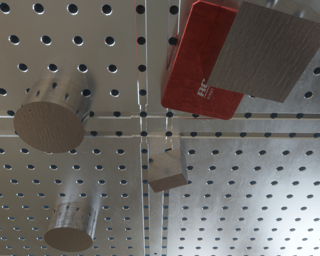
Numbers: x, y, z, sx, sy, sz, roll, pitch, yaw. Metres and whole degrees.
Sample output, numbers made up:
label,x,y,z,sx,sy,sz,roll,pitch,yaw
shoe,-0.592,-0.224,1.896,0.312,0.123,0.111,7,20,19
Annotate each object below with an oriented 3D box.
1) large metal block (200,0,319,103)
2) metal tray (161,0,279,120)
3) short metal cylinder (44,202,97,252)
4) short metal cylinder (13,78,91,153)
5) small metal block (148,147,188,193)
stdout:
label,x,y,z,sx,sy,sz,roll,pitch,yaw
large metal block,0.092,-0.077,0.290,0.081,0.050,0.079,12,129,-10
metal tray,0.060,-0.073,0.346,0.091,0.030,0.129,11,129,-10
short metal cylinder,-0.154,0.173,0.541,0.081,0.050,0.079,0,130,0
short metal cylinder,-0.129,-0.015,0.381,0.081,0.050,0.079,0,130,0
small metal block,0.011,0.060,0.447,0.050,0.050,0.025,-18,128,14
